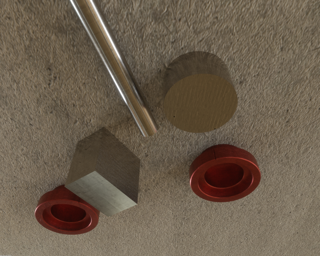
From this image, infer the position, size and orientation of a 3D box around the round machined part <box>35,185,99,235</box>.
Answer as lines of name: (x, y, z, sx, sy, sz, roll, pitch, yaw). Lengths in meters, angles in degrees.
round machined part: (-0.147, 0.129, 0.504, 0.099, 0.042, 0.097, 0, 130, 0)

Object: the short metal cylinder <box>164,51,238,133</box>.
short metal cylinder: (0.044, -0.041, 0.357, 0.081, 0.050, 0.079, 0, 130, 0)

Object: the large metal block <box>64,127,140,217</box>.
large metal block: (-0.073, 0.060, 0.421, 0.050, 0.080, 0.080, -28, 125, 22)

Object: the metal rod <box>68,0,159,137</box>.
metal rod: (-0.065, -0.104, 0.317, 0.025, 0.025, 0.299, -16, 129, 13)

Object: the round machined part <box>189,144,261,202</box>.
round machined part: (0.091, 0.061, 0.449, 0.099, 0.042, 0.097, 0, 130, 0)
